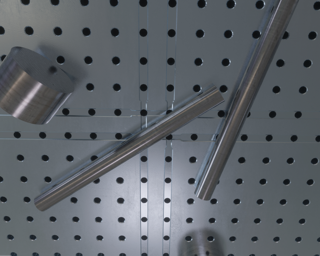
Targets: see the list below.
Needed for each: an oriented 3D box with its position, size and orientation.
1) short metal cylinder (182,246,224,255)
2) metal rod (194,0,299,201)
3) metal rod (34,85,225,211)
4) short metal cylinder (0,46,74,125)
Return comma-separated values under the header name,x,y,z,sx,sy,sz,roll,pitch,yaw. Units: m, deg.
name,x,y,z,sx,sy,sz,roll,pitch,yaw
short metal cylinder,0.070,0.236,0.488,0.081,0.050,0.079,0,110,0
metal rod,0.108,-0.035,0.401,0.025,0.025,0.298,17,109,-6
metal rod,-0.049,0.033,0.424,0.300,0.025,0.025,-32,107,11
short metal cylinder,-0.150,-0.050,0.364,0.080,0.080,0.050,39,106,-13
